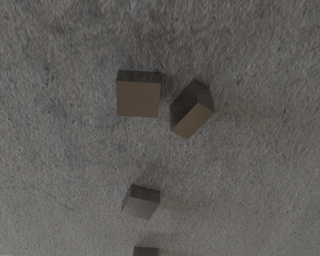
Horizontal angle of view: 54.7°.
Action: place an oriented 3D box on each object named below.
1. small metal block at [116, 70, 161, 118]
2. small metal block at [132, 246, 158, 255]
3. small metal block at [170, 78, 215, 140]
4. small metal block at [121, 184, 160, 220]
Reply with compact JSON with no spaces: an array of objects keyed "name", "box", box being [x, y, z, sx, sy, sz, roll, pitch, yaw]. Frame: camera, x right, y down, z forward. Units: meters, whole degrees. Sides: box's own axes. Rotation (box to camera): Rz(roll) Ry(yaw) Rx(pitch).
[{"name":"small metal block","box":[-0.026,-0.040,0.372,0.050,0.025,0.050,3,130,-3]},{"name":"small metal block","box":[-0.032,0.270,0.637,0.050,0.025,0.050,7,130,-7]},{"name":"small metal block","box":[0.037,-0.023,0.372,0.025,0.050,0.050,28,125,-22]},{"name":"small metal block","box":[-0.032,0.123,0.512,0.050,0.025,0.050,16,128,-14]}]
